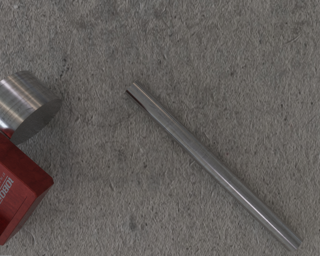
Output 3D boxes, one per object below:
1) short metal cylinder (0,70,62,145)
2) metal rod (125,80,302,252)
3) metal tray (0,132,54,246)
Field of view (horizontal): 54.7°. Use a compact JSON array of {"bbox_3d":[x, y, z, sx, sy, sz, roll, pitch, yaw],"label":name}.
[{"bbox_3d":[-0.169,-0.024,0.381,0.050,0.080,0.080,44,90,0],"label":"short metal cylinder"},{"bbox_3d":[0.070,0.050,0.410,0.300,0.025,0.025,44,90,0],"label":"metal rod"},{"bbox_3d":[-0.194,0.077,0.373,0.090,0.030,0.129,42,122,-1],"label":"metal tray"}]
